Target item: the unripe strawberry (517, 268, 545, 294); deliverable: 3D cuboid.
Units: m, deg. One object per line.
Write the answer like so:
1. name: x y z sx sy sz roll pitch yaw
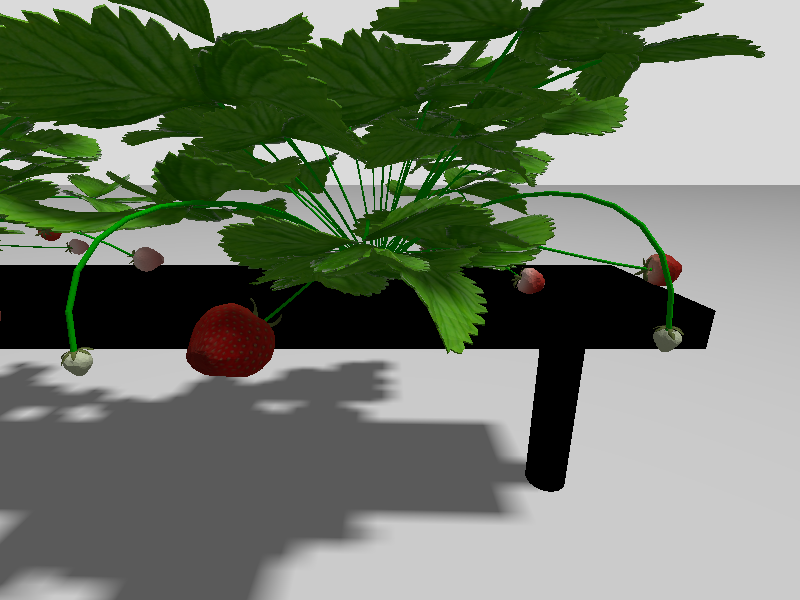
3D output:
1. unripe strawberry: 0.105 -0.014 0.318 0.021 0.022 0.019 22 23 12

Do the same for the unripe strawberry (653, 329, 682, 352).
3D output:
1. unripe strawberry: 0.121 0.018 0.181 0.010 0.011 0.011 -13 22 -36

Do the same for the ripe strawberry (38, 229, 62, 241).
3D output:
1. ripe strawberry: -0.503 -0.100 0.578 0.028 0.029 0.030 -2 9 -8

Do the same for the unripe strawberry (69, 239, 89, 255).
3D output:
1. unripe strawberry: -0.385 -0.064 0.482 0.018 0.019 0.019 11 20 32

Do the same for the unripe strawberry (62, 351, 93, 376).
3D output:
1. unripe strawberry: -0.138 0.027 0.172 0.011 0.011 0.010 10 20 30

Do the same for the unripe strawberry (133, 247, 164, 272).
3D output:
1. unripe strawberry: -0.249 -0.041 0.398 0.025 0.024 0.023 -1 18 -11

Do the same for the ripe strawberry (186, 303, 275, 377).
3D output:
1. ripe strawberry: -0.081 0.020 0.187 0.039 0.033 0.039 6 19 18

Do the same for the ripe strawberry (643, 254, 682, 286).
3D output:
1. ripe strawberry: 0.231 -0.027 0.351 0.029 0.028 0.027 1 18 2
